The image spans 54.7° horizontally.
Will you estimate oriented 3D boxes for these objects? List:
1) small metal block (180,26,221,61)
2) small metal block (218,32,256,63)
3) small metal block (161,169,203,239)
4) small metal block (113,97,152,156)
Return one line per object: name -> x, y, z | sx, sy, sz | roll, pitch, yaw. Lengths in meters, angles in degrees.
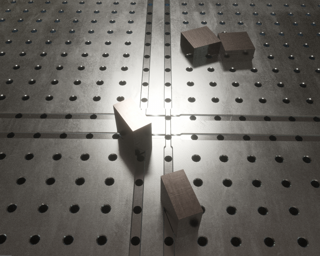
small metal block -> 0.069, -0.146, 0.531 | 0.050, 0.025, 0.050 | -18, 53, -15
small metal block -> 0.127, -0.137, 0.525 | 0.050, 0.025, 0.050 | -5, 50, -5
small metal block -> 0.021, 0.080, 0.325 | 0.025, 0.050, 0.050 | -15, 52, -13
small metal block -> -0.034, -0.002, 0.392 | 0.025, 0.050, 0.050 | -26, 55, -20
